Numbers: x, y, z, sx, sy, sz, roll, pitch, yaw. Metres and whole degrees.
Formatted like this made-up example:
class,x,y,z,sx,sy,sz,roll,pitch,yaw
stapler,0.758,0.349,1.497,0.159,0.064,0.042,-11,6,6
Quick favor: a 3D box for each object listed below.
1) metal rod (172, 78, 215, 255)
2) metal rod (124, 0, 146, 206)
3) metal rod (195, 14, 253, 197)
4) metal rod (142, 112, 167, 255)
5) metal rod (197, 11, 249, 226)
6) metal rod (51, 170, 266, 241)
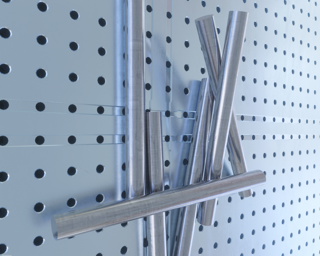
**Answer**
class,x,y,z,sx,sy,sz,roll,pitch,yaw
metal rod,0.049,0.074,0.448,0.025,0.025,0.299,17,79,-39
metal rod,-0.031,-0.052,0.382,0.025,0.025,0.298,-1,90,-40
metal rod,0.102,-0.016,0.466,0.025,0.025,0.299,-38,121,-33
metal rod,-0.004,0.128,0.404,0.025,0.025,0.298,-4,93,-40
metal rod,0.084,-0.003,0.430,0.025,0.025,0.298,-6,109,-40
metal rod,0.023,0.087,0.386,0.302,0.025,0.025,-5,94,-33
